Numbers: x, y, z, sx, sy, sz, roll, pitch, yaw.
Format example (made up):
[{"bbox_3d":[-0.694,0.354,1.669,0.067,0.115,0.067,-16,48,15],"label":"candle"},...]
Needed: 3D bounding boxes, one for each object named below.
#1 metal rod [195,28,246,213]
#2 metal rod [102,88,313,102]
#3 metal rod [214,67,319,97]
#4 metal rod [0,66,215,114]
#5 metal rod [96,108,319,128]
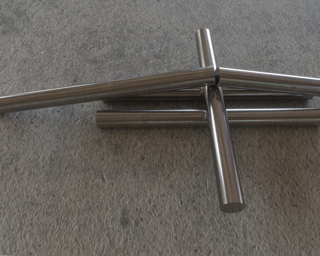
[{"bbox_3d":[0.071,-0.036,0.403,0.025,0.025,0.300,0,50,-1],"label":"metal rod"},{"bbox_3d":[0.068,-0.052,0.448,0.302,0.025,0.025,-1,50,-1],"label":"metal rod"},{"bbox_3d":[0.221,-0.055,0.421,0.302,0.025,0.025,4,50,-10],"label":"metal rod"},{"bbox_3d":[-0.080,-0.049,0.412,0.302,0.025,0.025,-7,50,6],"label":"metal rod"},{"bbox_3d":[0.068,-0.013,0.416,0.302,0.025,0.025,-1,50,-1],"label":"metal rod"}]
